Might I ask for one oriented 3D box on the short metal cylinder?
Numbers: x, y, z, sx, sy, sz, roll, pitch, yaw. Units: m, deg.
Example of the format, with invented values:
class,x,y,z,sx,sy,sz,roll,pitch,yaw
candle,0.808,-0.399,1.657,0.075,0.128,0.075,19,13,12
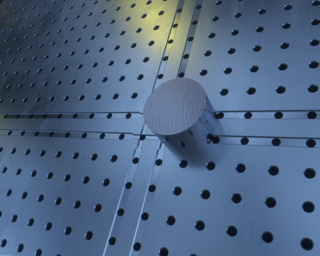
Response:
class,x,y,z,sx,sy,sz,roll,pitch,yaw
short metal cylinder,0.026,-0.015,0.387,0.080,0.050,0.080,-13,56,20
